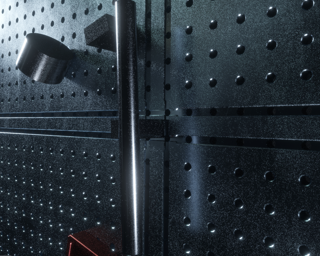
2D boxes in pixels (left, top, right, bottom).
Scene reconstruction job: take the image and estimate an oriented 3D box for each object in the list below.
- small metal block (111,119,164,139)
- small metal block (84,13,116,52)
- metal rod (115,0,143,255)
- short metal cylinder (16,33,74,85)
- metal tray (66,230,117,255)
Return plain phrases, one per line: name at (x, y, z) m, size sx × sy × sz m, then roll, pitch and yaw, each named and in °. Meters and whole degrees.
small metal block at (-0.030, 0.001, 0.416) m, size 0.050 × 0.050 × 0.025 m, roll -2°, pitch 89°, yaw 39°
small metal block at (-0.073, -0.137, 0.451) m, size 0.050 × 0.050 × 0.025 m, roll -17°, pitch 79°, yaw 38°
metal rod at (-0.037, -0.002, 0.372) m, size 0.025 × 0.025 × 0.298 m, roll -3°, pitch 88°, yaw 39°
short metal cylinder at (-0.197, -0.119, 0.533) m, size 0.080 × 0.081 × 0.050 m, roll 50°, pitch 119°, yaw 28°
metal tray at (-0.118, 0.246, 0.500) m, size 0.090 × 0.030 × 0.129 m, roll 17°, pitch 100°, yaw 38°
